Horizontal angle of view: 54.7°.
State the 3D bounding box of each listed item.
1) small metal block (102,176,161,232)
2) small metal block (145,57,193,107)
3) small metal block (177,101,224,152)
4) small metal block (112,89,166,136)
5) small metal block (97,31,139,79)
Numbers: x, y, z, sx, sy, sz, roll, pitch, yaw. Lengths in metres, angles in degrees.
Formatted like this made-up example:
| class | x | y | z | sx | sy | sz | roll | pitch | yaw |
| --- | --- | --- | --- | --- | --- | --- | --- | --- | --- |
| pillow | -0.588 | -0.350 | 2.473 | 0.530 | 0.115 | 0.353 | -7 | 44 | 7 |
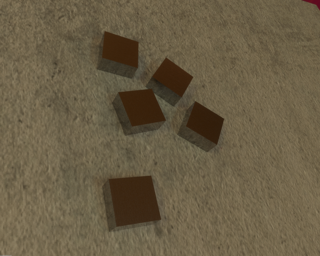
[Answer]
| class | x | y | z | sx | sy | sz | roll | pitch | yaw |
| --- | --- | --- | --- | --- | --- | --- | --- | --- | --- |
| small metal block | -0.032 | 0.082 | 0.338 | 0.050 | 0.025 | 0.050 | 0 | 62 | -29 |
| small metal block | 0.014 | -0.068 | 0.455 | 0.050 | 0.025 | 0.050 | 35 | 51 | -6 |
| small metal block | 0.059 | -0.002 | 0.438 | 0.050 | 0.025 | 0.050 | 31 | 52 | -9 |
| small metal block | -0.027 | -0.021 | 0.403 | 0.050 | 0.025 | 0.050 | -11 | 67 | -33 |
| small metal block | -0.059 | -0.103 | 0.436 | 0.050 | 0.025 | 0.050 | 12 | 57 | -22 |
